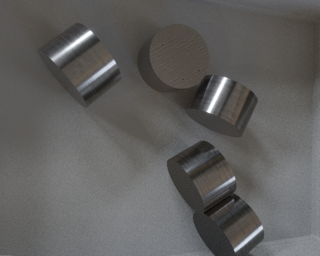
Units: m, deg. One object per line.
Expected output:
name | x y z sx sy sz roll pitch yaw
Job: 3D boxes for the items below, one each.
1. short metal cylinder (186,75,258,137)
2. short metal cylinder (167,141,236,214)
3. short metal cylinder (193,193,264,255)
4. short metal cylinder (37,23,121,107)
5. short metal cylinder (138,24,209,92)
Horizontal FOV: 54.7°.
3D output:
short metal cylinder | 0.082 -0.028 0.413 0.080 0.080 0.050 30 80 -18
short metal cylinder | 0.052 0.063 0.402 0.050 0.080 0.080 -29 100 -18
short metal cylinder | 0.090 0.133 0.414 0.050 0.080 0.080 -29 100 -24
short metal cylinder | -0.090 -0.069 0.349 0.050 0.080 0.080 -42 104 -15
short metal cylinder | 0.017 -0.088 0.404 0.081 0.050 0.079 0 90 -21
